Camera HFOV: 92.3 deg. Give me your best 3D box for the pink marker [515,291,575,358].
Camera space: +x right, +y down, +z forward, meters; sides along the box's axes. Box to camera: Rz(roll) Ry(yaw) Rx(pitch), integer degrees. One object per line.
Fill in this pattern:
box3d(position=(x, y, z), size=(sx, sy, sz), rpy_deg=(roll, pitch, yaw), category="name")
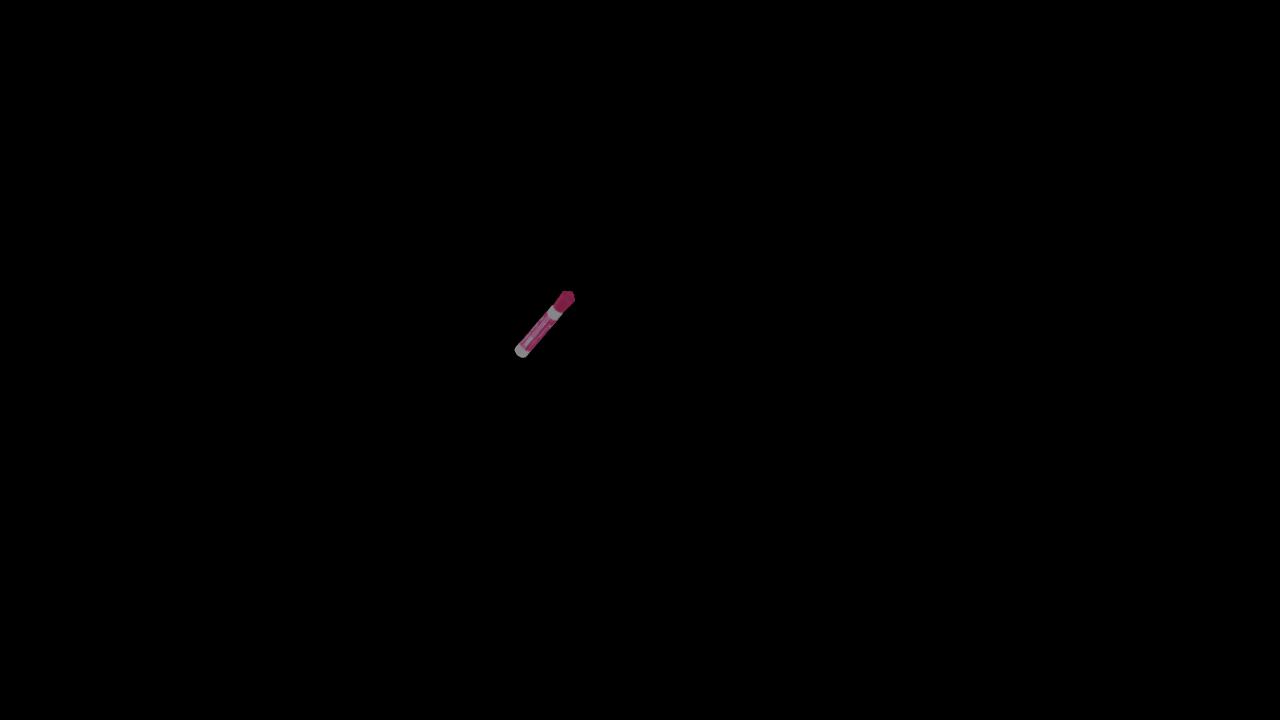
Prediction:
box3d(position=(-0.119, -0.045, 0.770), size=(0.020, 0.020, 0.121), rpy_deg=(0, -36, -48), category="pink marker")
